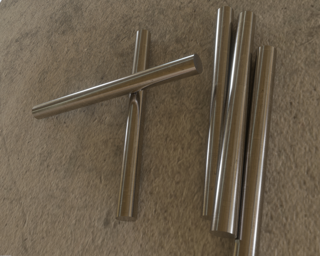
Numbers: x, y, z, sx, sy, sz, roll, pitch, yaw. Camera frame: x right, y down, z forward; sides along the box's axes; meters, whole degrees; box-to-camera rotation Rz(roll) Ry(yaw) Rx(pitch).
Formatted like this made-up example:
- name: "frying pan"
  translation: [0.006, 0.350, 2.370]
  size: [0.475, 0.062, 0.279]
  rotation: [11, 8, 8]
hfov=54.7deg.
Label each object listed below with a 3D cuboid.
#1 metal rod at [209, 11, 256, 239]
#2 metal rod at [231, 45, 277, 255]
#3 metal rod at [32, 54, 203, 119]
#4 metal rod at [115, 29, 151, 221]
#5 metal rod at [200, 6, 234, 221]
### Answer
- name: "metal rod"
  translation: [0.090, -0.028, 0.359]
  size: [0.025, 0.025, 0.300]
  rotation: [-2, 56, 26]
- name: "metal rod"
  translation: [0.100, 0.036, 0.328]
  size: [0.025, 0.025, 0.300]
  rotation: [0, 62, 28]
- name: "metal rod"
  translation: [-0.080, -0.052, 0.450]
  size: [0.300, 0.025, 0.025]
  rotation: [-11, 57, 31]
- name: "metal rod"
  translation: [-0.033, -0.024, 0.434]
  size: [0.025, 0.025, 0.299]
  rotation: [-11, 57, 22]
- name: "metal rod"
  translation: [0.075, -0.038, 0.387]
  size: [0.025, 0.025, 0.299]
  rotation: [-5, 59, 25]
